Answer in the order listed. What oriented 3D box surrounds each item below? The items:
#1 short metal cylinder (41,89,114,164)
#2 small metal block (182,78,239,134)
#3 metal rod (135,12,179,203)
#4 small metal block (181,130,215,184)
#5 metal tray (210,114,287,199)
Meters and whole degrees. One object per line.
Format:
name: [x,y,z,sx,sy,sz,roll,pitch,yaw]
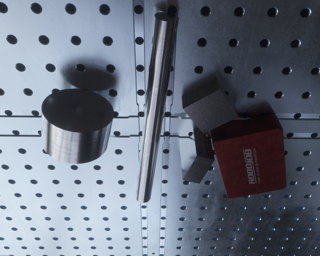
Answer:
short metal cylinder: [-0.099,-0.004,0.371,0.081,0.080,0.050,11,129,-10]
small metal block: [0.063,-0.027,0.390,0.050,0.025,0.050,-28,125,21]
metal rod: [-0.010,0.000,0.411,0.025,0.025,0.298,5,130,-5]
small metal block: [0.051,0.040,0.431,0.025,0.050,0.050,14,129,-12]
metal tray: [0.131,0.046,0.450,0.090,0.030,0.129,-13,129,10]
